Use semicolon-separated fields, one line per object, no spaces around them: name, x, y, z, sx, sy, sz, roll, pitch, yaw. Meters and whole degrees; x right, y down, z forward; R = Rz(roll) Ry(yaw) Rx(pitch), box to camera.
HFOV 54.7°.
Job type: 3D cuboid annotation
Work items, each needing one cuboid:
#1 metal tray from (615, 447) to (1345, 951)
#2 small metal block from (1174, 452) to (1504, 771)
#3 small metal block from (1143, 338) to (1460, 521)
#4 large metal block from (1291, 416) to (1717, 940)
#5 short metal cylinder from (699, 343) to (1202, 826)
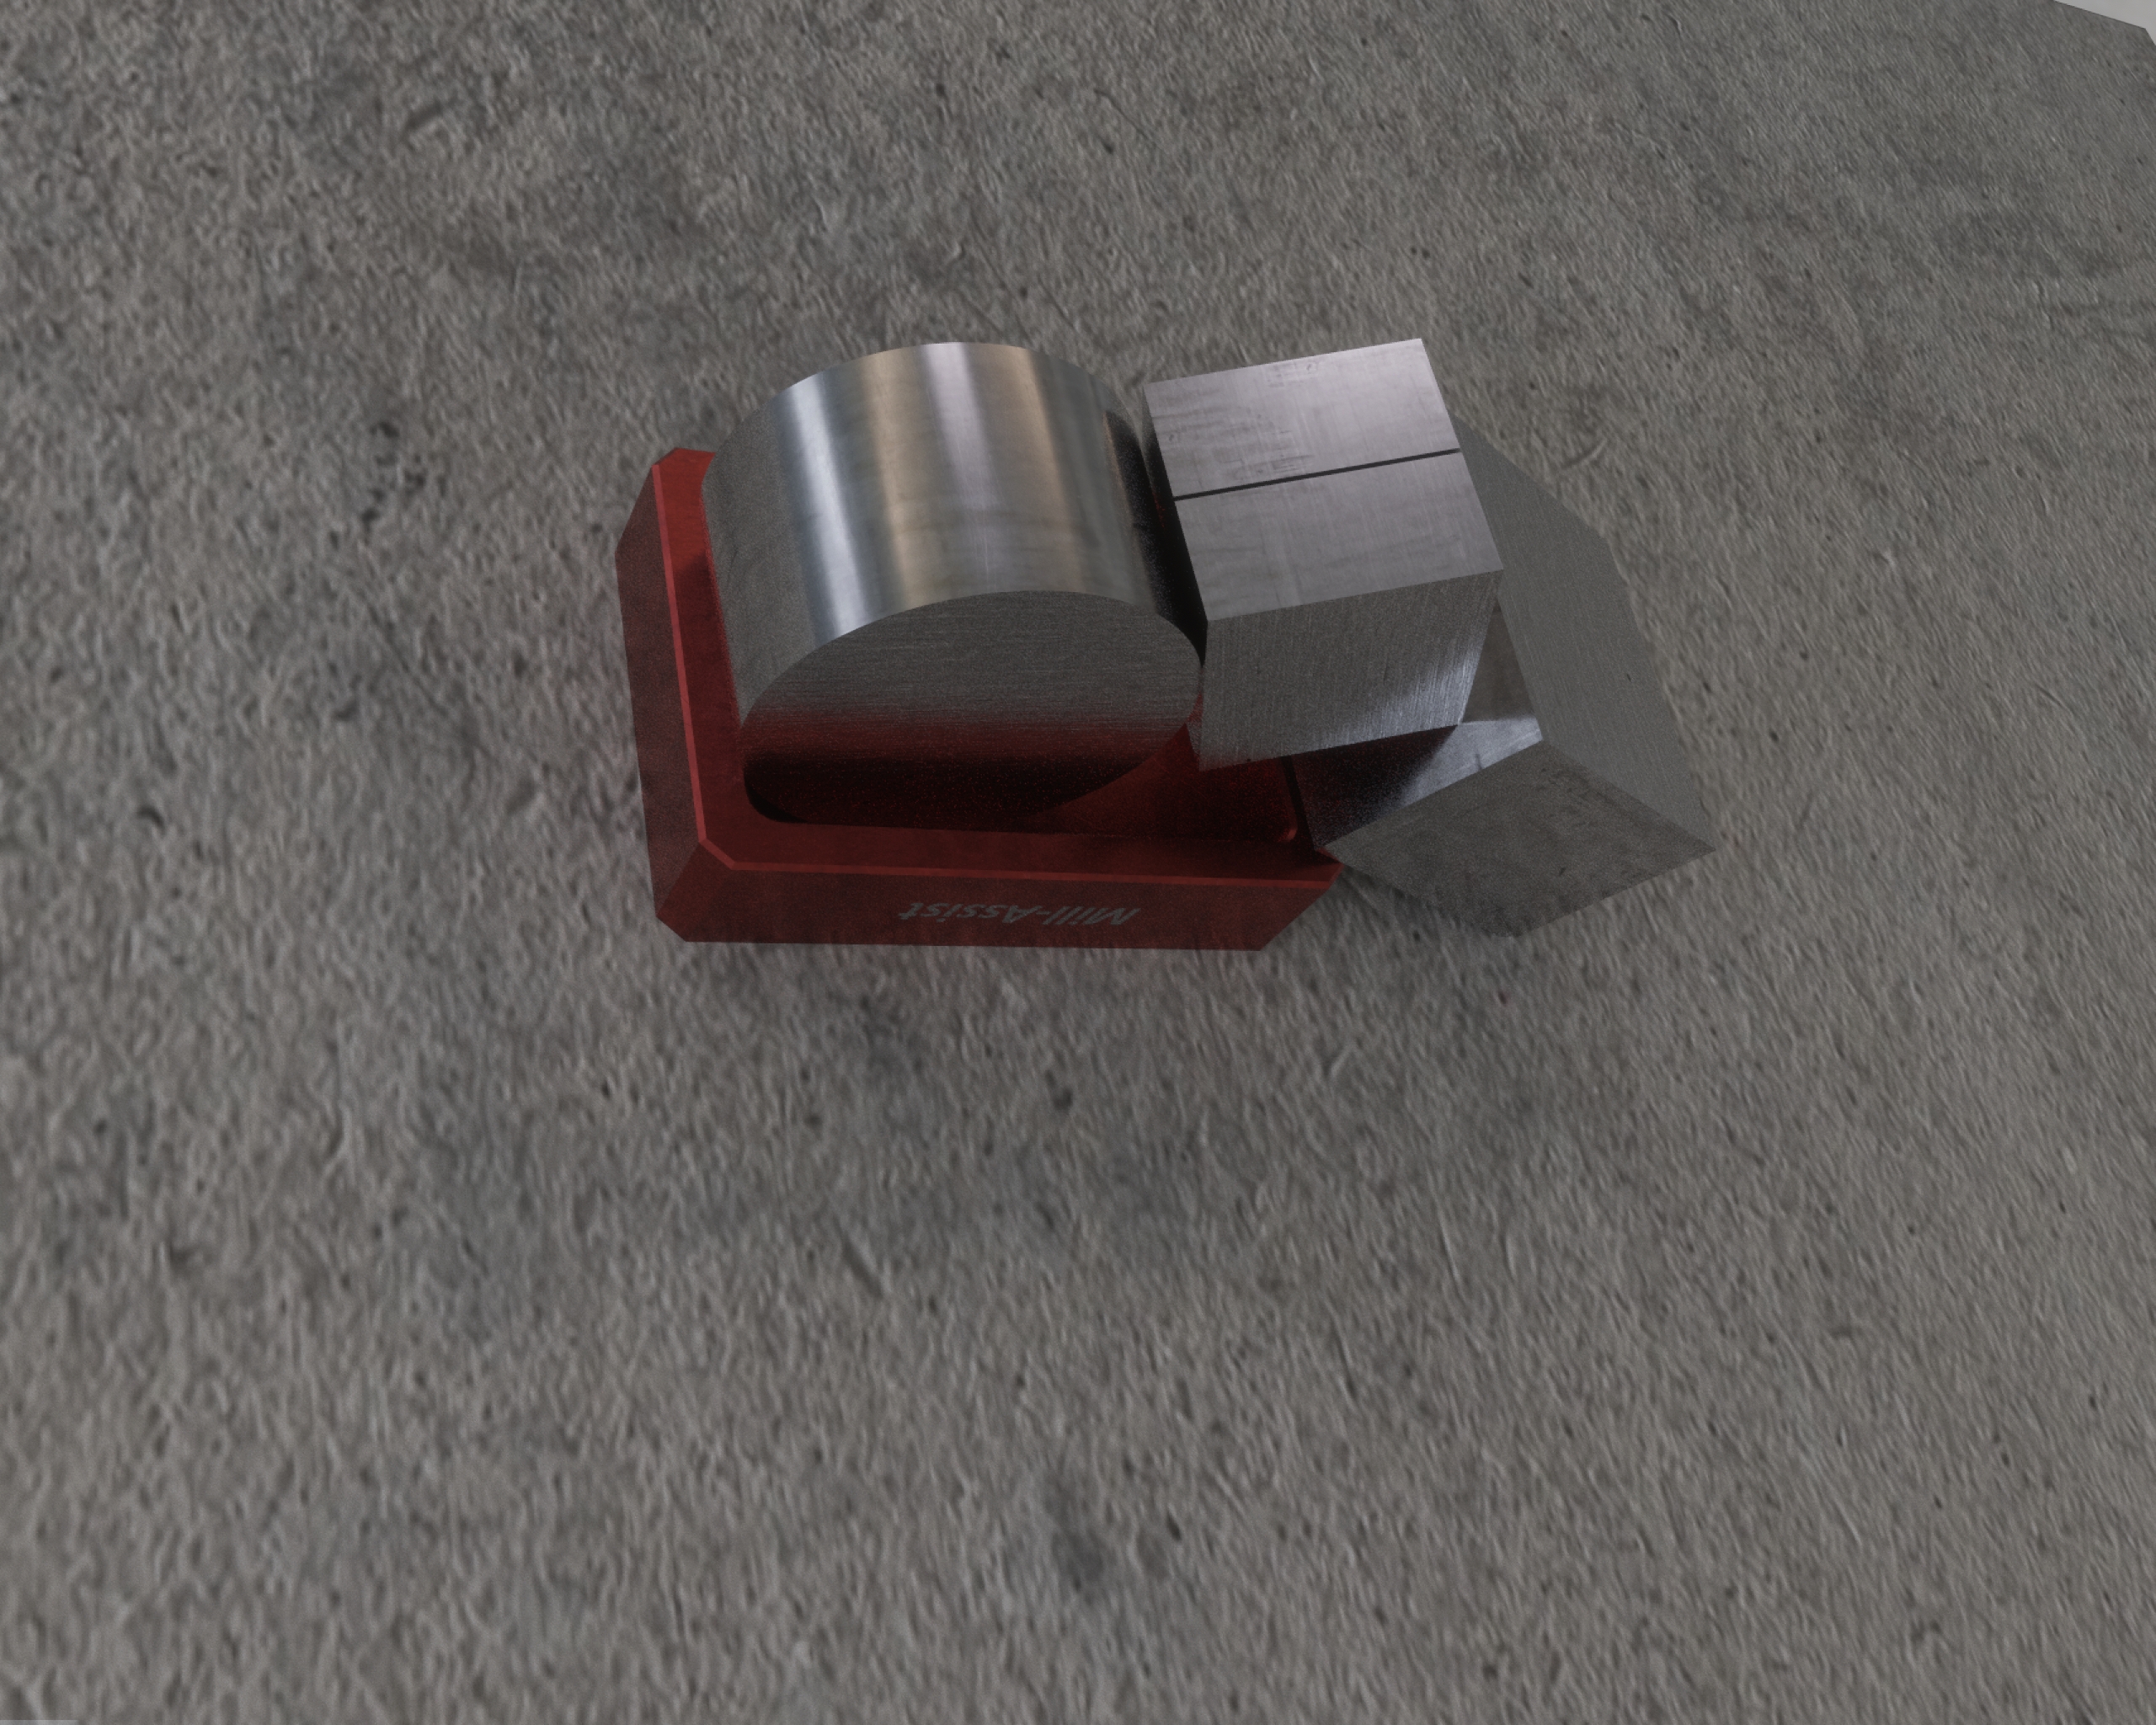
metal tray;-0.019;-0.030;0.410;0.131;0.030;0.090;2;61;-27
small metal block;0.044;-0.044;0.372;0.050;0.050;0.025;-11;63;-4
small metal block;0.039;-0.066;0.383;0.050;0.050;0.025;-11;63;-4
large metal block;0.083;-0.038;0.438;0.080;0.050;0.080;22;49;-48
short metal cylinder;-0.023;-0.046;0.369;0.081;0.080;0.050;1;62;-28
